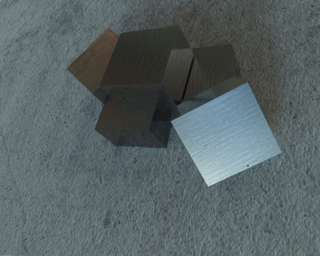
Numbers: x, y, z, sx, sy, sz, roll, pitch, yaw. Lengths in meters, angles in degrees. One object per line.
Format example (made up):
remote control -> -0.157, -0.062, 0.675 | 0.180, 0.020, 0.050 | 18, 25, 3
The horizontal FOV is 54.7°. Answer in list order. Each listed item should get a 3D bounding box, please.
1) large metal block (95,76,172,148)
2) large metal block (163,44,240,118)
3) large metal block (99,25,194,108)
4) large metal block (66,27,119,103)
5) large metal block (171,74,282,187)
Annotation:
large metal block -> -0.029, -0.021, 0.413 | 0.080, 0.050, 0.080 | 0, 62, 28
large metal block -> 0.052, -0.056, 0.396 | 0.080, 0.050, 0.080 | 0, 62, 28
large metal block -> -0.014, -0.070, 0.371 | 0.080, 0.050, 0.080 | 2, 63, 29
large metal block -> -0.078, -0.086, 0.453 | 0.050, 0.080, 0.080 | 44, 86, 6
large metal block -> 0.066, 0.001, 0.325 | 0.080, 0.080, 0.050 | -27, 15, 10
